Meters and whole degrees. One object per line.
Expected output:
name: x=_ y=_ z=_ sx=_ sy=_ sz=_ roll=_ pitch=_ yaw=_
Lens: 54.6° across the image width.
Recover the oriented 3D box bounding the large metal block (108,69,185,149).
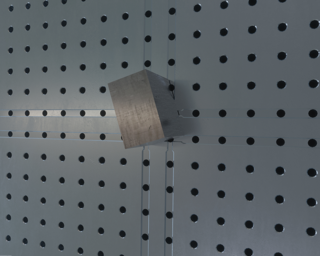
large metal block: x=-0.014 y=-0.021 z=0.389 sx=0.050 sy=0.080 sz=0.080 roll=-17 pitch=84 yaw=19
